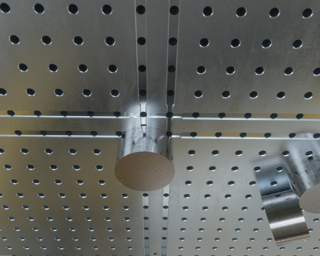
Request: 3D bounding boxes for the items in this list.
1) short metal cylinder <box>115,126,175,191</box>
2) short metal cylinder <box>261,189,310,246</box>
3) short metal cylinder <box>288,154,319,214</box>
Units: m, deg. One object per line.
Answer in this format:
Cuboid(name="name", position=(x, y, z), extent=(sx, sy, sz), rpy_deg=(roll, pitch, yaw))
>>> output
Cuboid(name="short metal cylinder", position=(-0.020, 0.043, 0.432), extent=(0.081, 0.050, 0.079), rpy_deg=(0, 130, 0))
Cuboid(name="short metal cylinder", position=(0.202, 0.144, 0.500), extent=(0.050, 0.080, 0.080), rpy_deg=(-19, 128, 15))
Cuboid(name="short metal cylinder", position=(0.245, 0.086, 0.471), extent=(0.081, 0.050, 0.079), rpy_deg=(0, 130, 0))
